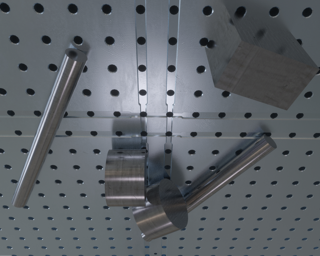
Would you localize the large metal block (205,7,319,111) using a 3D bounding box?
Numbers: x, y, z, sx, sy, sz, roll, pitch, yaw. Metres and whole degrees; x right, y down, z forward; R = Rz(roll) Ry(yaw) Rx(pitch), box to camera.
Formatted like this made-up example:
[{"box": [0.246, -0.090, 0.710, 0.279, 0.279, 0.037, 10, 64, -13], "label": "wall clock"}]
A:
[{"box": [0.098, -0.071, 0.316, 0.081, 0.080, 0.050, 16, 128, -13], "label": "large metal block"}]

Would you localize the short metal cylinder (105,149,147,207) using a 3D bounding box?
[{"box": [-0.045, 0.069, 0.434, 0.050, 0.080, 0.079, 0, 130, 0], "label": "short metal cylinder"}]

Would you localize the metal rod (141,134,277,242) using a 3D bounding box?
[{"box": [0.064, 0.110, 0.505, 0.025, 0.025, 0.299, 29, 124, -23], "label": "metal rod"}]

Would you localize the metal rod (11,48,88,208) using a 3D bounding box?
[{"box": [-0.162, 0.020, 0.426, 0.025, 0.025, 0.298, 22, 127, -18], "label": "metal rod"}]

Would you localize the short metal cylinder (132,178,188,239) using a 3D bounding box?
[{"box": [0.001, 0.125, 0.482, 0.050, 0.080, 0.080, -28, 125, 22], "label": "short metal cylinder"}]
